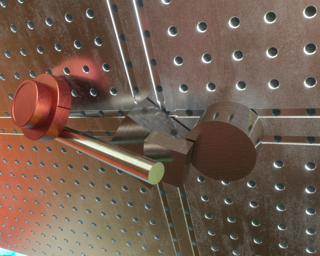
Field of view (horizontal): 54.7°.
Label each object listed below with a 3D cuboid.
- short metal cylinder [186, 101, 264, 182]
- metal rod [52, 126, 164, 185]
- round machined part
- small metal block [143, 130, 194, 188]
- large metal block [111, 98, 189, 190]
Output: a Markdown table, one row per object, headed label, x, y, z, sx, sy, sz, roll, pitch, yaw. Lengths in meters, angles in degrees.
| label | x | y | z | sx | sy | sz | roll | pitch | yaw |
| --- | --- | --- | --- | --- | --- | --- | --- | --- | --- |
| short metal cylinder | 0.076 | 0.015 | 0.363 | 0.080 | 0.050 | 0.079 | 13 | 124 | 20 |
| metal rod | -0.115 | 0.015 | 0.423 | 0.300 | 0.025 | 0.025 | 16 | 127 | 39 |
| round machined part | -0.172 | -0.031 | 0.435 | 0.098 | 0.042 | 0.098 | -9 | 74 | 37 |
| small metal block | 0.009 | 0.036 | 0.360 | 0.050 | 0.025 | 0.050 | 17 | 125 | 18 |
| large metal block | -0.016 | 0.022 | 0.413 | 0.080 | 0.050 | 0.080 | 37 | 129 | 2 |
